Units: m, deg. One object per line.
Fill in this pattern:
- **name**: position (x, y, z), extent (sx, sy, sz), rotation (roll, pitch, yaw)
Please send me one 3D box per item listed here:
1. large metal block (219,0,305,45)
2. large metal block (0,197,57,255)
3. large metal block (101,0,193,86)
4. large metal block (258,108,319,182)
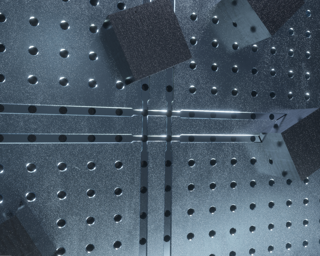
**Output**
- **large metal block**: position (0.149, -0.184, 0.453), extent (0.080, 0.050, 0.080), rotation (-45, 104, -14)
- **large metal block**: position (-0.151, 0.128, 0.328), extent (0.050, 0.080, 0.080), rotation (-31, 100, -17)
- **large metal block**: position (-0.018, -0.108, 0.392), extent (0.080, 0.050, 0.080), rotation (-25, 99, -18)
- **large metal block**: position (0.212, 0.024, 0.477), extent (0.080, 0.050, 0.080), rotation (-29, 100, -18)
